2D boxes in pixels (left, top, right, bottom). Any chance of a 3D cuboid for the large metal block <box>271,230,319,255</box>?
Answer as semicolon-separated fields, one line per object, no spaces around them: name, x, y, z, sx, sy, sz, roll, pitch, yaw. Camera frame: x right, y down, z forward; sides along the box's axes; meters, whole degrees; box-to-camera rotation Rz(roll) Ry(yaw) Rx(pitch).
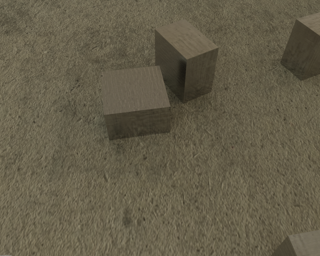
large metal block;0.133;0.137;0.253;0.050;0.080;0.080;-8;51;-6

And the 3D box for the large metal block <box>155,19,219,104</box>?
large metal block;0.035;-0.096;0.449;0.050;0.080;0.080;-25;54;-19

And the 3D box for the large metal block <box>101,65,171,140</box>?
large metal block;-0.033;-0.035;0.416;0.081;0.050;0.080;-8;51;-7

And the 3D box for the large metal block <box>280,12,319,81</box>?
large metal block;0.245;-0.129;0.477;0.081;0.080;0.050;-20;53;-16
